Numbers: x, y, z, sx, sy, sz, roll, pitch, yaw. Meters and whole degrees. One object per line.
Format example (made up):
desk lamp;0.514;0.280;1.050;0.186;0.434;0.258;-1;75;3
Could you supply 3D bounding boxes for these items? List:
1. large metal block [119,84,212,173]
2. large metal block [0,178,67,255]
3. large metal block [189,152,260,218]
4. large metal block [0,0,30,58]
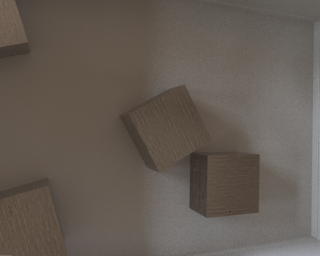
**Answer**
large metal block;0.006;0.000;0.401;0.080;0.050;0.080;-30;100;-18
large metal block;-0.154;0.109;0.341;0.081;0.050;0.080;-15;95;-20
large metal block;0.089;0.075;0.432;0.081;0.050;0.079;1;90;-21
large metal block;-0.192;-0.116;0.326;0.081;0.050;0.080;-18;96;-20
